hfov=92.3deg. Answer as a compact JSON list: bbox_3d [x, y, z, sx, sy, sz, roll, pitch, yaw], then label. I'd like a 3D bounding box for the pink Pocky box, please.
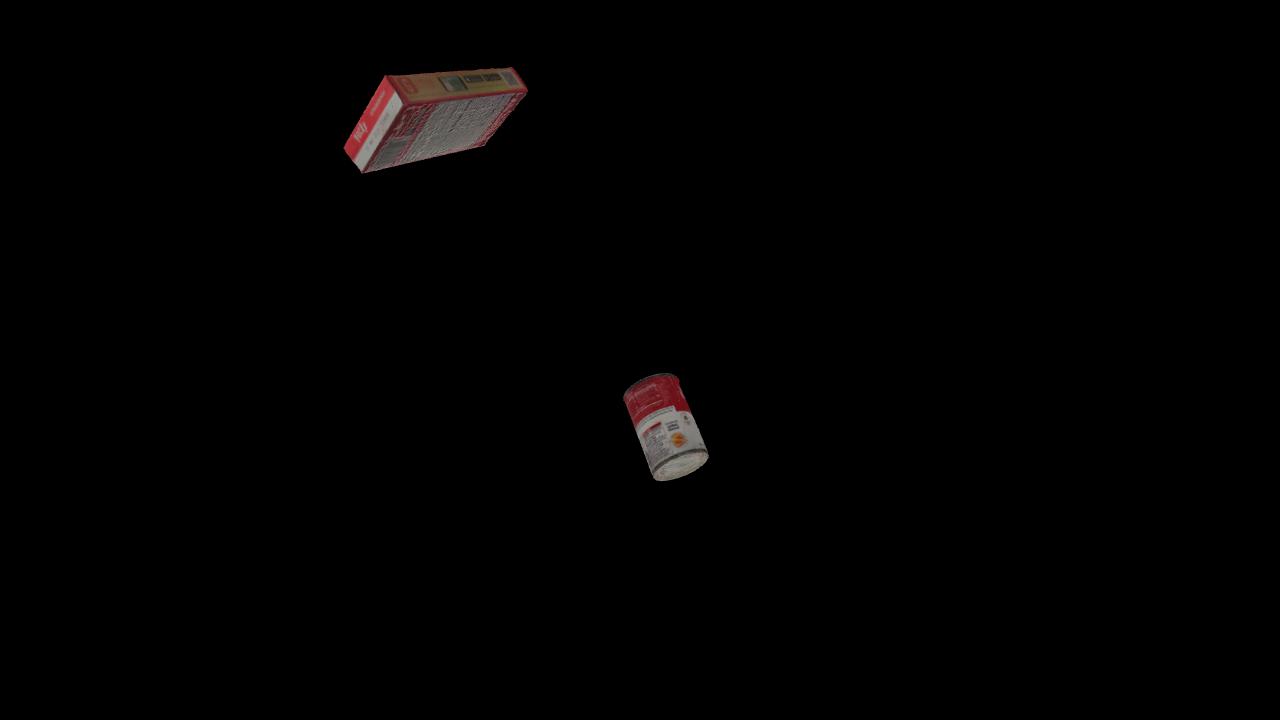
[{"bbox_3d":[-0.170,-0.209,0.528,0.084,0.029,0.155,-32,7,38],"label":"pink Pocky box"}]

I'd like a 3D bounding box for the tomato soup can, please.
[{"bbox_3d":[0.028,0.075,0.683,0.068,0.101,0.068,-16,-30,-10],"label":"tomato soup can"}]
